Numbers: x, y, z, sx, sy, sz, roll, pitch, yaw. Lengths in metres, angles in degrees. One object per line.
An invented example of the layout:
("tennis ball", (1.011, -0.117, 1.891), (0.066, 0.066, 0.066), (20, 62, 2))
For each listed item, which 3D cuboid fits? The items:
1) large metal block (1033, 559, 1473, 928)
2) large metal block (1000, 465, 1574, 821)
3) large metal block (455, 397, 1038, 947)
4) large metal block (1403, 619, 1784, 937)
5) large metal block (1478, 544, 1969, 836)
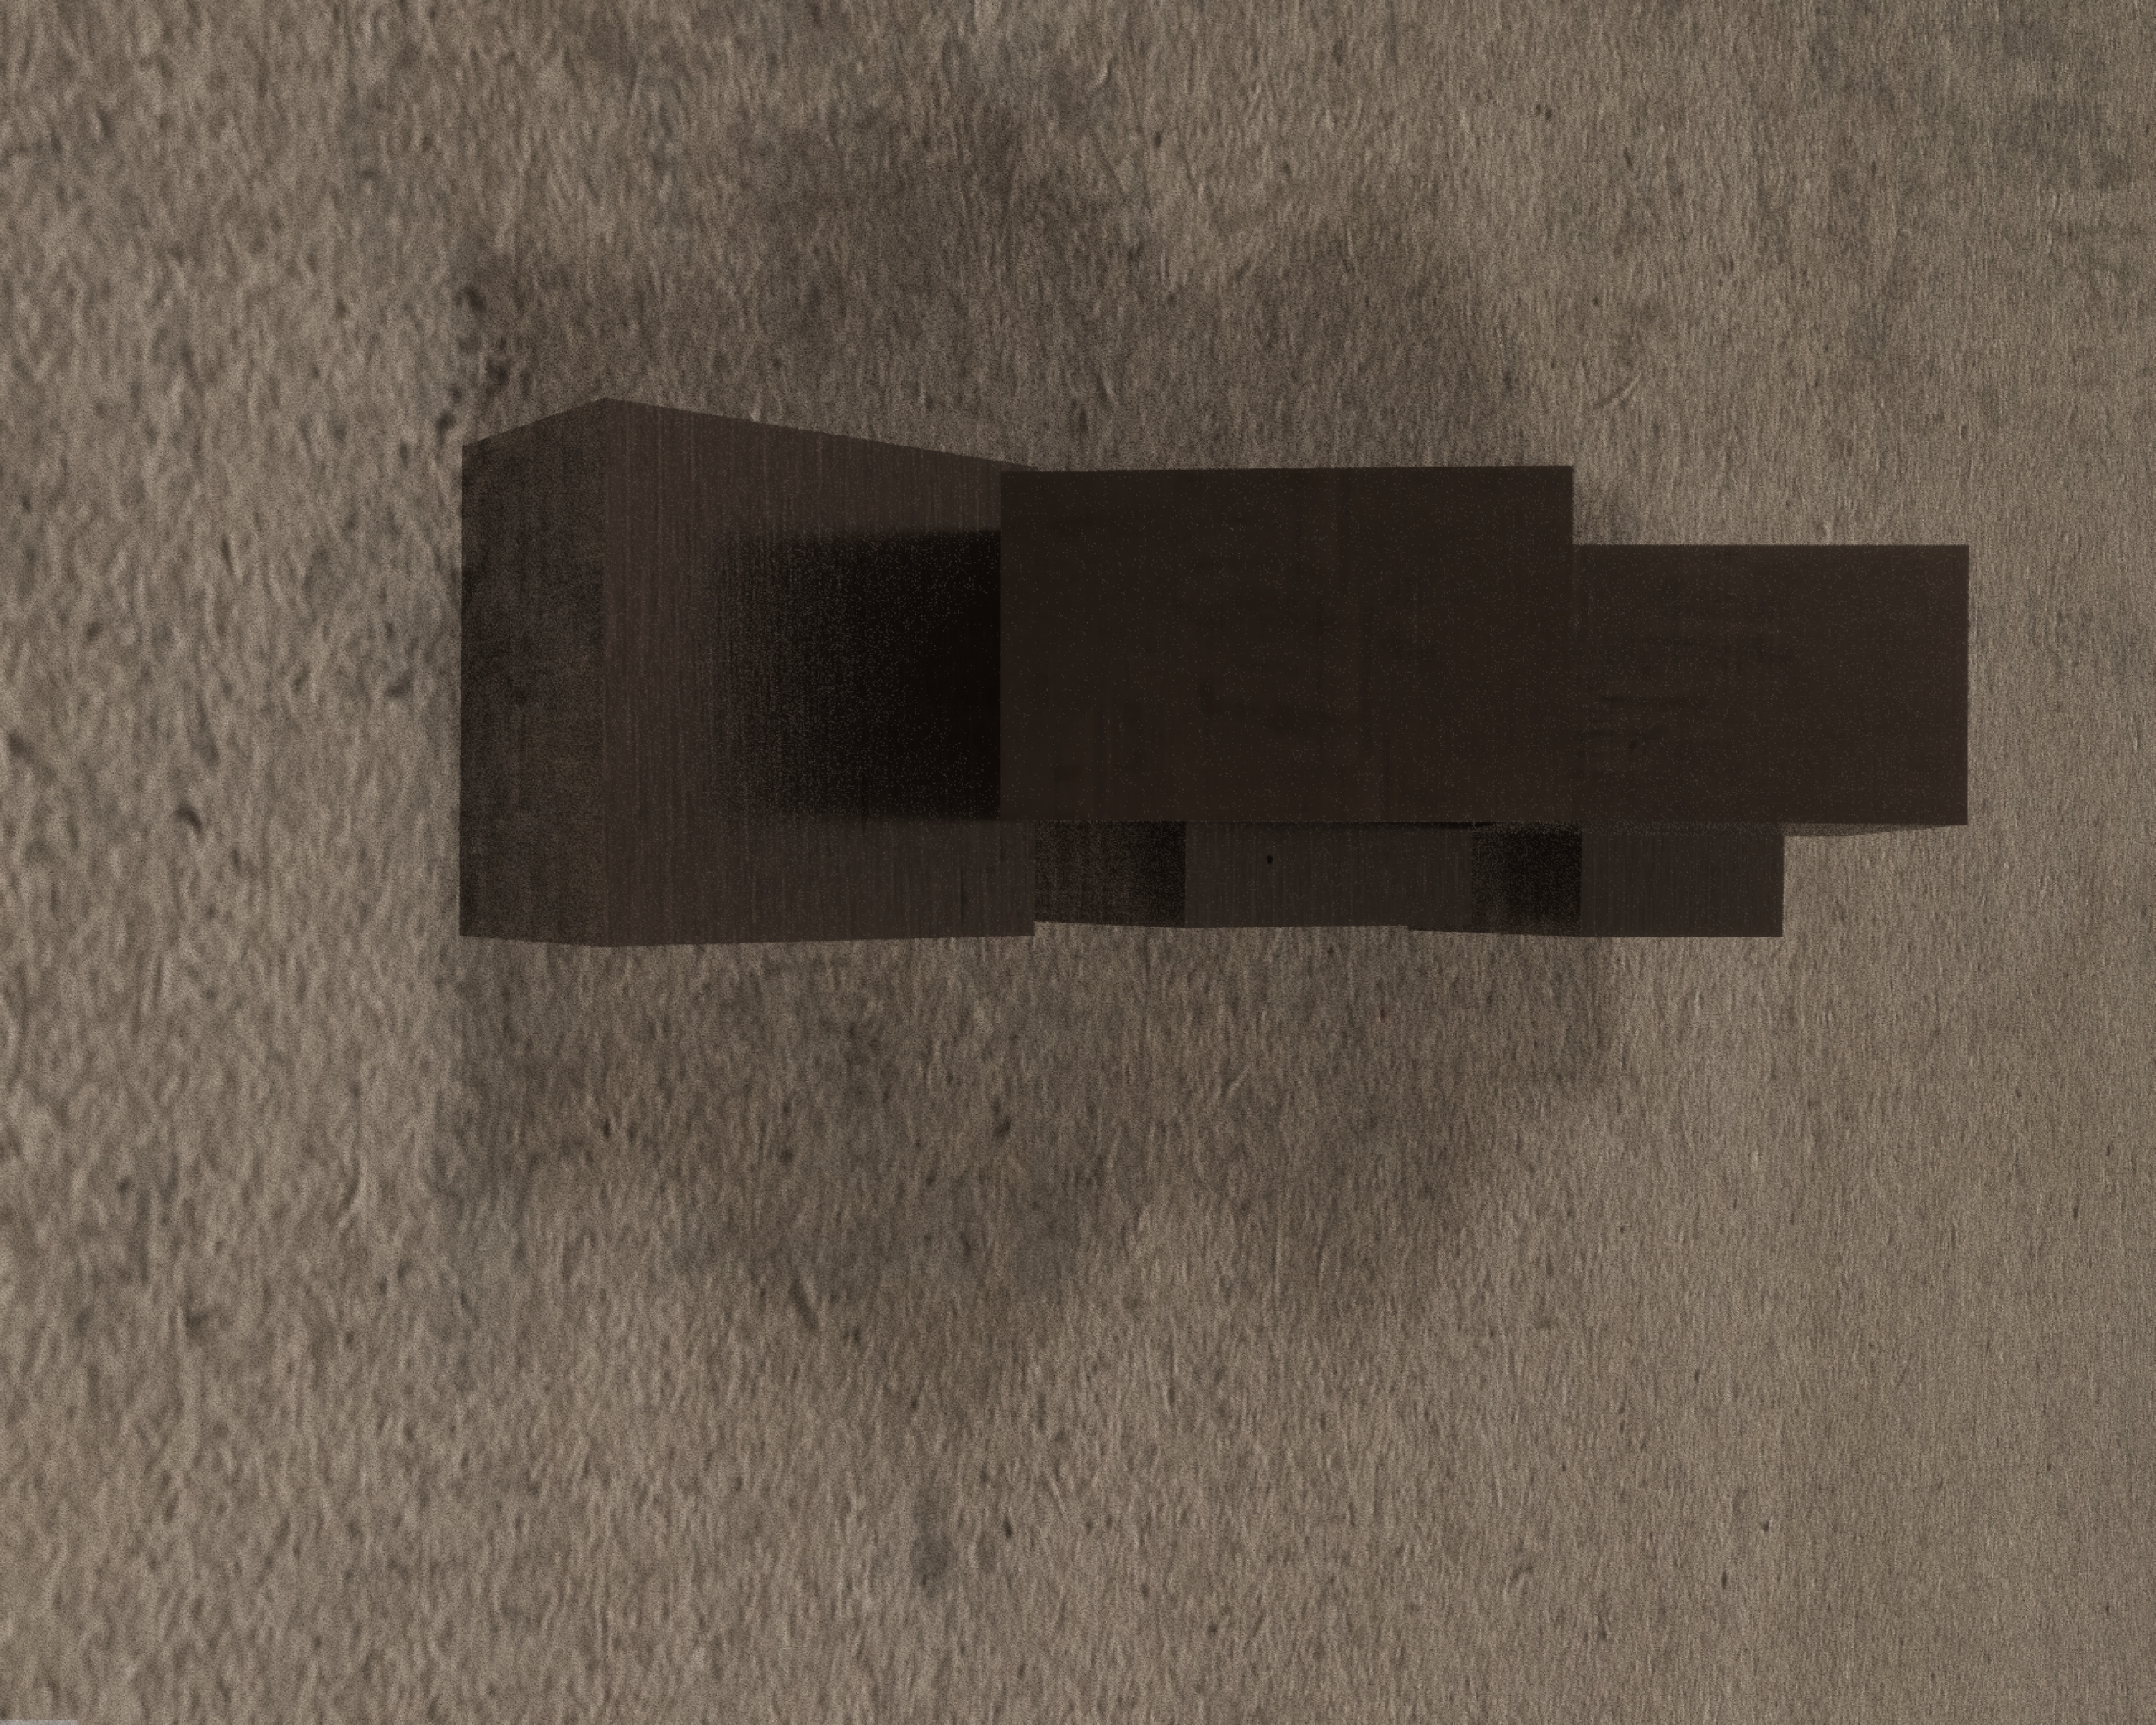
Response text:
("large metal block", (0.034, -0.028, 0.421), (0.081, 0.050, 0.079), (1, 90, -40))
("large metal block", (0.032, -0.031, 0.334), (0.080, 0.080, 0.050), (-11, 101, -85))
("large metal block", (-0.054, -0.028, 0.346), (0.081, 0.050, 0.079), (0, 90, -40))
("large metal block", (0.124, -0.023, 0.497), (0.081, 0.050, 0.079), (2, 89, -40))
("large metal block", (0.121, -0.031, 0.412), (0.080, 0.080, 0.050), (1, 89, 4))
